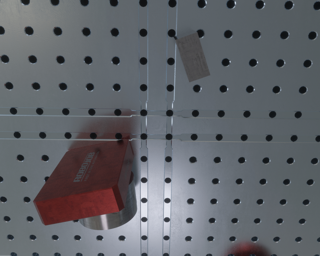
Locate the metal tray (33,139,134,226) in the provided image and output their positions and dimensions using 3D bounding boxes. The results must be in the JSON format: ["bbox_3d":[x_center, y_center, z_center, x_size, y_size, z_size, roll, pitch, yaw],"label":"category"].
[{"bbox_3d":[-0.084,0.059,0.378,0.090,0.130,0.030,-12,110,4],"label":"metal tray"}]

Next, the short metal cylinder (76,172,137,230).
[{"bbox_3d":[-0.073,0.091,0.417,0.080,0.080,0.050,-4,110,1],"label":"short metal cylinder"}]

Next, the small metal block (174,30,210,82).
[{"bbox_3d":[0.037,-0.087,0.368,0.025,0.050,0.050,-19,109,7],"label":"small metal block"}]
